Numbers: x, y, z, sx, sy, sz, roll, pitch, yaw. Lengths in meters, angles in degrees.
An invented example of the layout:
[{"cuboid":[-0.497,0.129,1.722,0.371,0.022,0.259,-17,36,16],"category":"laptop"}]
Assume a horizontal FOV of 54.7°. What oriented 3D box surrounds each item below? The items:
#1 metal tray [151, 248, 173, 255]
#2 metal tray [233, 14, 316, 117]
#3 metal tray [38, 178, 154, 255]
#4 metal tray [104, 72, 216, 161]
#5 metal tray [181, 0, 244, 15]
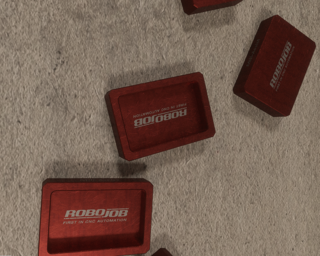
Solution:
[{"cuboid":[0.008,0.240,0.411,0.090,0.030,0.130,-35,102,-17],"category":"metal tray"},{"cuboid":[0.176,-0.093,0.473,0.090,0.030,0.130,27,81,-19],"category":"metal tray"},{"cuboid":[-0.076,0.108,0.378,0.131,0.030,0.089,3,89,-21],"category":"metal tray"},{"cuboid":[0.002,-0.017,0.408,0.131,0.030,0.089,-15,95,-20],"category":"metal tray"},{"cuboid":[0.062,-0.233,0.430,0.091,0.030,0.129,-19,97,-19],"category":"metal tray"}]
